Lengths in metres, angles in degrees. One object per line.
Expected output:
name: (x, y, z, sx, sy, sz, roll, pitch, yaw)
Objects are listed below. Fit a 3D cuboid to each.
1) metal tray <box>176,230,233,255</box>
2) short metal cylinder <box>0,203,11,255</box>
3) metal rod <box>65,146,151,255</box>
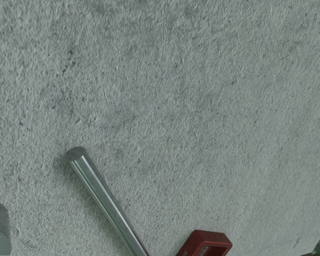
metal tray: (0.072, 0.261, 0.604, 0.091, 0.030, 0.129, 21, 107, -36)
short metal cylinder: (-0.215, 0.126, 0.351, 0.081, 0.050, 0.079, -14, 124, -21)
metal rod: (-0.059, 0.141, 0.461, 0.025, 0.025, 0.299, -29, 128, -10)
